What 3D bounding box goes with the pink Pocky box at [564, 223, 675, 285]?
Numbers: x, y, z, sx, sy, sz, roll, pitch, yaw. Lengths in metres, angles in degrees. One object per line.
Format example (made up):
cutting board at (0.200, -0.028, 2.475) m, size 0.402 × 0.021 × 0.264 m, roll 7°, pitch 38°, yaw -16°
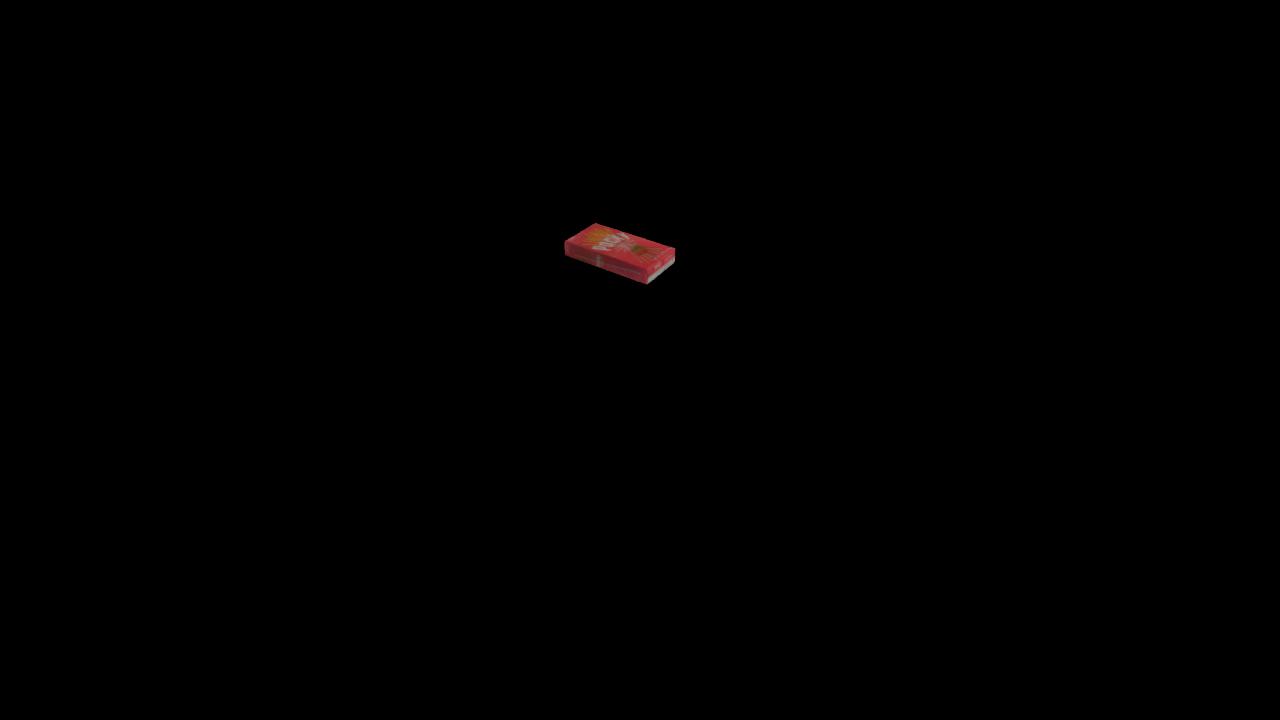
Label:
pink Pocky box at (-0.032, -0.167, 0.951) m, size 0.155 × 0.029 × 0.084 m, roll 23°, pitch 42°, yaw 24°
